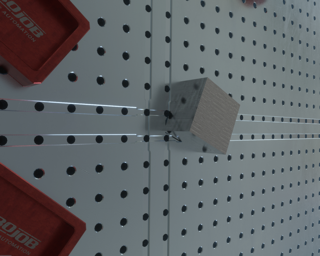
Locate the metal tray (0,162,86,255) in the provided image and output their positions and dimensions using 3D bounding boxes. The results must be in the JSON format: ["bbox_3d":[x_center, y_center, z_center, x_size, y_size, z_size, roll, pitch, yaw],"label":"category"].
[{"bbox_3d":[-0.144,0.094,0.285,0.130,0.030,0.090,48,61,-29],"label":"metal tray"}]

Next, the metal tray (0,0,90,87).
[{"bbox_3d":[-0.141,-0.114,0.287,0.130,0.030,0.090,46,62,-30],"label":"metal tray"}]

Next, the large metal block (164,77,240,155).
[{"bbox_3d":[0.062,-0.015,0.445,0.080,0.050,0.080,31,71,-36],"label":"large metal block"}]
